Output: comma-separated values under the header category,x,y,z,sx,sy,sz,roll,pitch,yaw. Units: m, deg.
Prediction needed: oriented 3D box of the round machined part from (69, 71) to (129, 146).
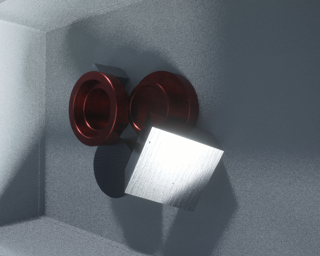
category,x,y,z,sx,sy,sz,roll,pitch,yaw
round machined part,-0.076,-0.025,0.416,0.098,0.042,0.097,0,90,39

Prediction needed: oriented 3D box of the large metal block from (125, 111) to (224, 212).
category,x,y,z,sx,sy,sz,roll,pitch,yaw
large metal block,0.012,0.038,0.348,0.050,0.080,0.079,-106,37,-68

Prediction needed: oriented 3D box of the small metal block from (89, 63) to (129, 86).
category,x,y,z,sx,sy,sz,roll,pitch,yaw
small metal block,-0.082,-0.064,0.453,0.025,0.050,0.050,52,120,27

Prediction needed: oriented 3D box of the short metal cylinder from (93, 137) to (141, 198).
category,x,y,z,sx,sy,sz,roll,pitch,yaw
short metal cylinder,-0.045,0.051,0.424,0.080,0.050,0.079,0,90,39

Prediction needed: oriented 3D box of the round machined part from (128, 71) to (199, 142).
category,x,y,z,sx,sy,sz,roll,pitch,yaw
round machined part,-0.003,-0.024,0.392,0.098,0.042,0.097,0,90,39
